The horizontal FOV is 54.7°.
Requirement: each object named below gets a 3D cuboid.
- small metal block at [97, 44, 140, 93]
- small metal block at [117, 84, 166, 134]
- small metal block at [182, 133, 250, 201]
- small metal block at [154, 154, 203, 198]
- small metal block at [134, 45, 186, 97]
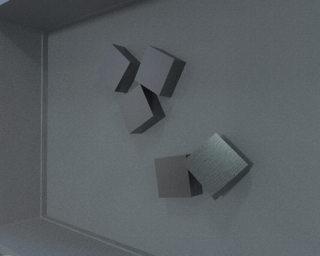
[{"bbox_3d":[-0.060,-0.087,0.456,0.050,0.025,0.050,48,118,29],"label":"small metal block"},{"bbox_3d":[-0.026,-0.026,0.429,0.050,0.025,0.050,-35,69,34],"label":"small metal block"},{"bbox_3d":[0.061,0.043,0.342,0.050,0.025,0.050,-40,61,-2],"label":"small metal block"},{"bbox_3d":[0.023,0.060,0.388,0.050,0.025,0.050,-12,83,39],"label":"small metal block"},{"bbox_3d":[-0.001,-0.075,0.407,0.050,0.025,0.050,36,112,34],"label":"small metal block"}]
